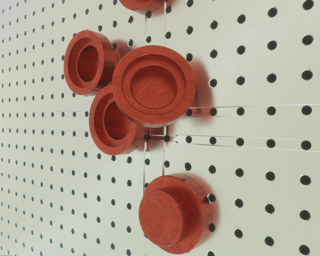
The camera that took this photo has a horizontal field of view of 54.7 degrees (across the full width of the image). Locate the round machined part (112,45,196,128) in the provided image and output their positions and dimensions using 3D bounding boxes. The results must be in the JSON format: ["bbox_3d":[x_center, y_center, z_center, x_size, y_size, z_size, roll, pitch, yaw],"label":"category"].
[{"bbox_3d":[-0.008,-0.047,0.381,0.042,0.099,0.098,113,144,-77],"label":"round machined part"}]

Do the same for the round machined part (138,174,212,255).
[{"bbox_3d":[0.012,0.108,0.387,0.098,0.042,0.097,0,90,39],"label":"round machined part"}]

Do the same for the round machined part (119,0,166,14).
[{"bbox_3d":[-0.028,-0.210,0.419,0.098,0.042,0.097,0,90,39],"label":"round machined part"}]

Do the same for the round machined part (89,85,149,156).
[{"bbox_3d":[-0.054,-0.011,0.440,0.098,0.042,0.097,0,90,39],"label":"round machined part"}]

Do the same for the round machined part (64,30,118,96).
[{"bbox_3d":[-0.103,-0.098,0.481,0.098,0.042,0.097,0,90,39],"label":"round machined part"}]
